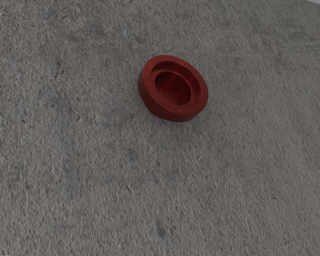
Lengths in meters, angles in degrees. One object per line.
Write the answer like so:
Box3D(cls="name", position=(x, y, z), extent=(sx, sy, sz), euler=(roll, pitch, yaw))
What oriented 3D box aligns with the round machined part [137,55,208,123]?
Box3D(cls="round machined part", position=(0.014, -0.050, 0.430), extent=(0.099, 0.042, 0.098), euler=(13, 56, -21))
